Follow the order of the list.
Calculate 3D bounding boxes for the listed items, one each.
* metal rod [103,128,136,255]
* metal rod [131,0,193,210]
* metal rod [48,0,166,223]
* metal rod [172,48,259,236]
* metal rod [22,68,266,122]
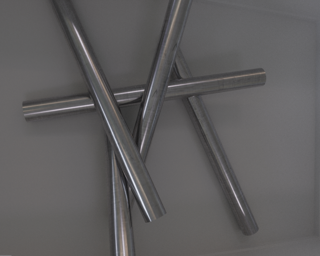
[{"bbox_3d":[-0.038,0.115,0.312,0.025,0.025,0.299,4,56,-20],"label":"metal rod"},{"bbox_3d":[-0.012,-0.020,0.364,0.025,0.025,0.298,12,101,-20],"label":"metal rod"},{"bbox_3d":[-0.066,-0.039,0.348,0.025,0.025,0.299,-23,84,-19],"label":"metal rod"},{"bbox_3d":[0.072,0.018,0.436,0.025,0.025,0.299,-28,99,-18],"label":"metal rod"},{"bbox_3d":[-0.008,-0.044,0.387,0.302,0.025,0.025,-10,94,-13],"label":"metal rod"}]
